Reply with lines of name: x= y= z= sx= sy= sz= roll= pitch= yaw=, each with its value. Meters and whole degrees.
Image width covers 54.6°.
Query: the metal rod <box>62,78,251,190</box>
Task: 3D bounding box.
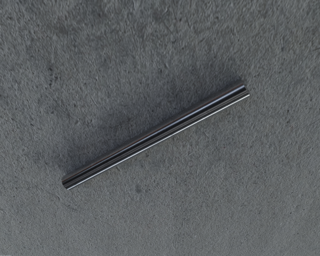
metal rod: x=-0.020 y=0.018 z=0.424 sx=0.300 sy=0.025 sz=0.025 roll=-28 pitch=125 yaw=22
